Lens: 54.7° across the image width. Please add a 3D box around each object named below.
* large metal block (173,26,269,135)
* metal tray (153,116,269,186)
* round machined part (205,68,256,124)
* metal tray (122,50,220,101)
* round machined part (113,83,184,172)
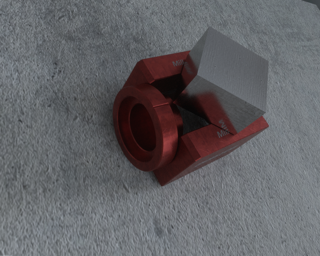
[{"bbox_3d":[0.069,-0.052,0.341,0.080,0.050,0.080,26,52,-12],"label":"large metal block"},{"bbox_3d":[0.062,0.022,0.383,0.131,0.090,0.030,-19,72,-36],"label":"metal tray"},{"bbox_3d":[0.091,-0.038,0.432,0.042,0.097,0.098,-17,71,-35],"label":"round machined part"},{"bbox_3d":[0.014,-0.060,0.411,0.131,0.090,0.030,-20,73,-36],"label":"metal tray"},{"bbox_3d":[-0.011,-0.003,0.355,0.042,0.097,0.098,-17,71,-35],"label":"round machined part"}]
